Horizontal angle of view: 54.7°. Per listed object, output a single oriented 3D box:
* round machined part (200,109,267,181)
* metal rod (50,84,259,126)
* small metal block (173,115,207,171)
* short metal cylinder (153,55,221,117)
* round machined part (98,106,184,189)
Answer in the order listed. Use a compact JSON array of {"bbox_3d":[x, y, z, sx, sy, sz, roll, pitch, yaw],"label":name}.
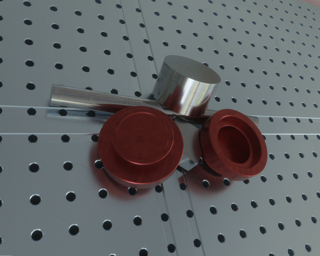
[{"bbox_3d":[0.095,0.026,0.425,0.099,0.042,0.098,15,57,-24],"label":"round machined part"},{"bbox_3d":[0.010,-0.022,0.423,0.302,0.025,0.025,7,59,-25],"label":"metal rod"},{"bbox_3d":[0.030,0.020,0.407,0.050,0.025,0.050,32,52,-8],"label":"small metal block"},{"bbox_3d":[0.036,-0.059,0.424,0.081,0.050,0.080,17,30,-10],"label":"short metal cylinder"},{"bbox_3d":[-0.021,0.016,0.355,0.099,0.042,0.098,3,64,-7],"label":"round machined part"}]
